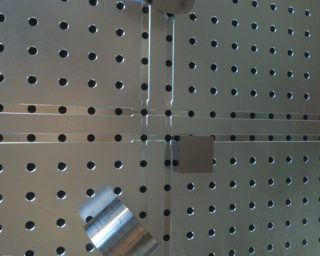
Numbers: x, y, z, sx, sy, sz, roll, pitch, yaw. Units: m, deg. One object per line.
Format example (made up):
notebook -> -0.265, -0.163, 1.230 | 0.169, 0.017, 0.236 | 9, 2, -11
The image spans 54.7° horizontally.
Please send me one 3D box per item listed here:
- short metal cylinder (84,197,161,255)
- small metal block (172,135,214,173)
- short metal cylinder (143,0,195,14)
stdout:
short metal cylinder -> -0.044, 0.129, 0.367 | 0.050, 0.080, 0.080 | -41, 103, -15
small metal block -> 0.046, 0.036, 0.429 | 0.050, 0.025, 0.050 | 2, 89, -20
short metal cylinder -> 0.012, -0.188, 0.387 | 0.080, 0.080, 0.050 | 23, 83, -19
